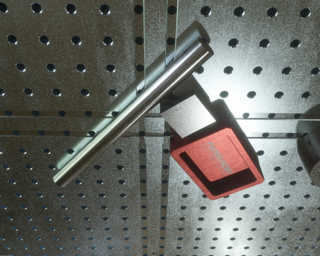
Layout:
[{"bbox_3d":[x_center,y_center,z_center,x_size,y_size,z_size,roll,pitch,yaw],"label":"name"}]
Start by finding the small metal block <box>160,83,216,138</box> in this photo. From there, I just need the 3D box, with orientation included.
[{"bbox_3d":[0.035,-0.021,0.395,0.050,0.025,0.050,-29,125,22],"label":"small metal block"}]

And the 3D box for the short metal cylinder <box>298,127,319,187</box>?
[{"bbox_3d":[0.243,0.040,0.433,0.081,0.050,0.079,0,130,0],"label":"short metal cylinder"}]

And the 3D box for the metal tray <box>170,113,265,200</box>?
[{"bbox_3d":[0.084,0.047,0.449,0.090,0.030,0.130,-26,126,20],"label":"metal tray"}]

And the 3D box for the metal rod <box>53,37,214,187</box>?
[{"bbox_3d":[-0.051,-0.005,0.406,0.025,0.025,0.299,35,122,-26],"label":"metal rod"}]
